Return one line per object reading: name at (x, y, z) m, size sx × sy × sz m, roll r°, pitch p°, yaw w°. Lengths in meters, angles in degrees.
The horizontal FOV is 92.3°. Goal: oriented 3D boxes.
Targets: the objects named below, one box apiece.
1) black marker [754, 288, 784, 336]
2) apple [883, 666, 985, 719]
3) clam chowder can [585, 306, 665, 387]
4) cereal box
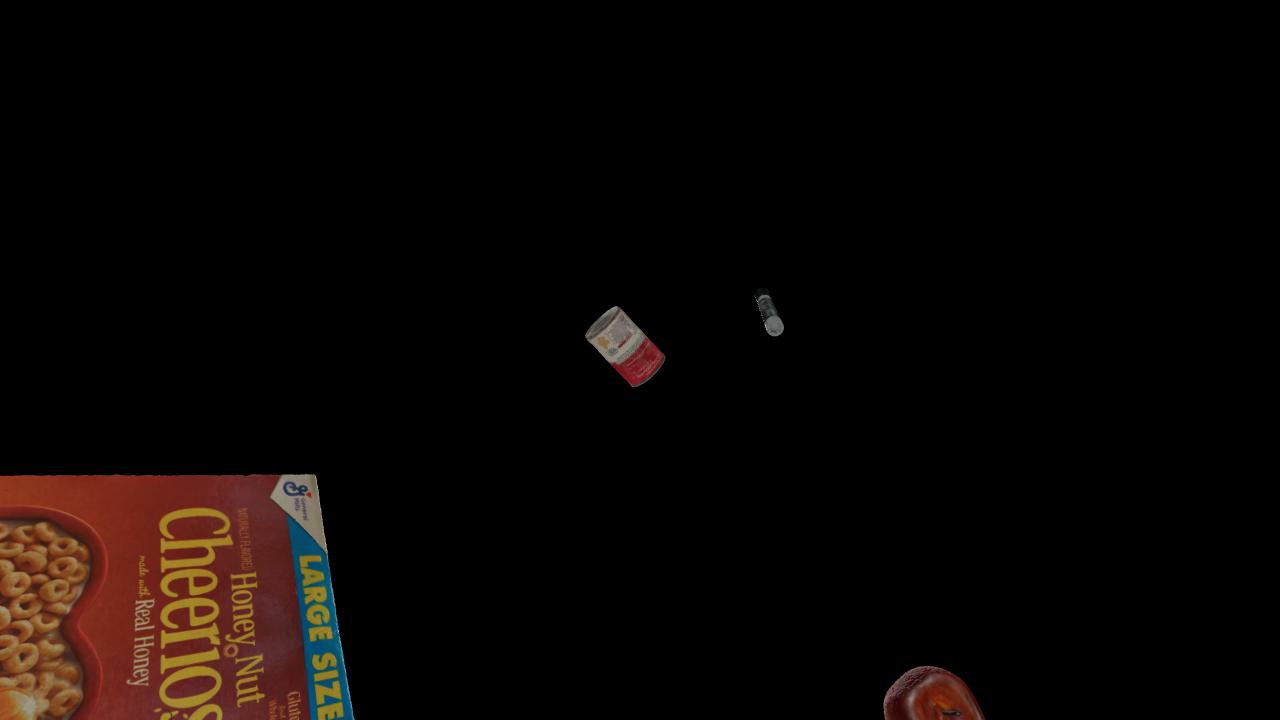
black marker at (0.149, -0.059, 0.717) m, size 0.020 × 0.020 × 0.121 m, roll 0°, pitch 25°, yaw 3°
apple at (0.241, 0.295, 0.503) m, size 0.079 × 0.079 × 0.093 m, roll 0°, pitch -36°, yaw 5°
clam chowder can at (-0.021, -0.020, 0.885) m, size 0.102 × 0.068 × 0.068 m, roll 47°, pitch -17°, yaw -17°
cereal box at (-0.336, 0.165, 0.342) m, size 0.306 × 0.203 × 0.081 m, roll 11°, pitch -47°, yaw -45°
